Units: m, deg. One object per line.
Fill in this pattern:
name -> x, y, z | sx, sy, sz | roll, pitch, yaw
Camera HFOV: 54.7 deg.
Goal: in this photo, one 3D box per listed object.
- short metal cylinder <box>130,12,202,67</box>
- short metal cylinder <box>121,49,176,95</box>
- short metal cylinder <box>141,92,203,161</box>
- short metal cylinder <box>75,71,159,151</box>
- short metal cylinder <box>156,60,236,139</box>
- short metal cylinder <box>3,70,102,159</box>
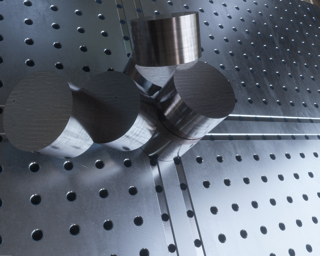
short metal cylinder -> 0.008, -0.107, 0.369 | 0.081, 0.080, 0.050 | -27, 120, -37
short metal cylinder -> -0.010, -0.075, 0.432 | 0.081, 0.050, 0.080 | 13, 56, -21
short metal cylinder -> 0.013, -0.004, 0.400 | 0.081, 0.050, 0.080 | 14, 56, -21
short metal cylinder -> -0.048, -0.017, 0.348 | 0.050, 0.080, 0.080 | 33, 34, -65
short metal cylinder -> 0.041, -0.033, 0.368 | 0.081, 0.050, 0.080 | 13, 56, -21
short metal cylinder -> -0.107, -0.012, 0.314 | 0.050, 0.080, 0.080 | 34, 33, -65
